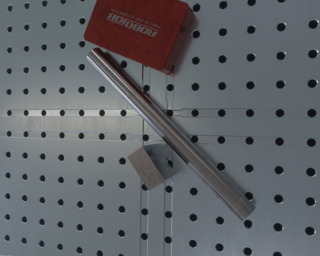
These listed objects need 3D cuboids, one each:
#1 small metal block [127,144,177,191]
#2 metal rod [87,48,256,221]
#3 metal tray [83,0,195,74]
[{"bbox_3d":[-0.009,0.049,0.402,0.025,0.050,0.050,-37,78,16],"label":"small metal block"},{"bbox_3d":[0.006,-0.001,0.410,0.300,0.025,0.025,46,104,14],"label":"metal rod"},{"bbox_3d":[-0.031,-0.139,0.421,0.130,0.030,0.090,26,98,18],"label":"metal tray"}]
